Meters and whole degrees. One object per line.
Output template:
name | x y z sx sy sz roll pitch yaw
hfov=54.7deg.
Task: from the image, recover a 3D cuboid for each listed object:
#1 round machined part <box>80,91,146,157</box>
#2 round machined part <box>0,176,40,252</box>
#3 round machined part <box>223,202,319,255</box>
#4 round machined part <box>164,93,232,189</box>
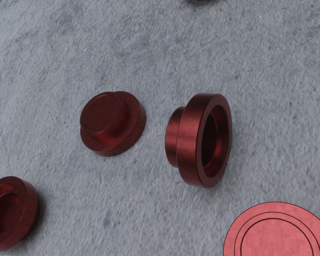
round machined part | -0.073 -0.012 0.437 0.098 0.042 0.098 -13 56 20
round machined part | -0.207 0.119 0.426 0.098 0.042 0.098 -13 56 20
round machined part | 0.103 0.112 0.270 0.098 0.042 0.098 -13 56 20
round machined part | 0.040 0.012 0.328 0.042 0.098 0.098 6 65 31
